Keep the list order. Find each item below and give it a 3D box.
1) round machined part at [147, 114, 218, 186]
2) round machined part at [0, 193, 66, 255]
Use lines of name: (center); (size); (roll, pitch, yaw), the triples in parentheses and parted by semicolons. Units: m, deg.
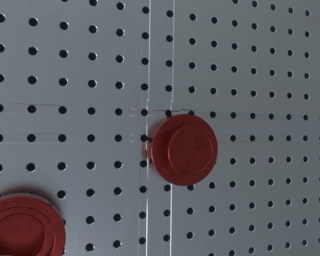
round machined part: (0.035, 0.030, 0.417); (0.099, 0.042, 0.097); (0, 90, -20)
round machined part: (-0.158, 0.121, 0.346); (0.099, 0.042, 0.097); (0, 90, -20)
